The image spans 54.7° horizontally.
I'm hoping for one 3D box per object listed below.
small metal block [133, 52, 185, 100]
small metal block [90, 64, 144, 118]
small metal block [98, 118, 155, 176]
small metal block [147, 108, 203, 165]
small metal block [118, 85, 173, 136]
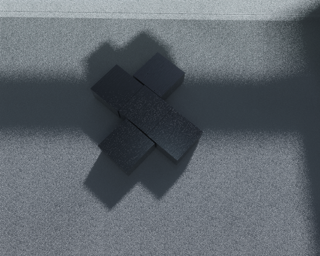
[{"bbox_3d":[-0.001,-0.069,0.432,0.050,0.025,0.050,40,74,13],"label":"small metal block"},{"bbox_3d":[-0.057,-0.051,0.425,0.050,0.025,0.050,40,75,13],"label":"small metal block"},{"bbox_3d":[-0.042,0.025,0.398,0.050,0.025,0.050,41,76,13],"label":"small metal block"},{"bbox_3d":[0.019,0.011,0.403,0.050,0.025,0.050,40,75,13],"label":"small metal block"},{"bbox_3d":[-0.018,-0.020,0.414,0.050,0.025,0.050,40,75,13],"label":"small metal block"}]
